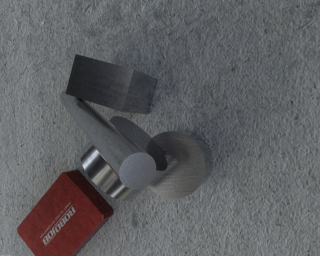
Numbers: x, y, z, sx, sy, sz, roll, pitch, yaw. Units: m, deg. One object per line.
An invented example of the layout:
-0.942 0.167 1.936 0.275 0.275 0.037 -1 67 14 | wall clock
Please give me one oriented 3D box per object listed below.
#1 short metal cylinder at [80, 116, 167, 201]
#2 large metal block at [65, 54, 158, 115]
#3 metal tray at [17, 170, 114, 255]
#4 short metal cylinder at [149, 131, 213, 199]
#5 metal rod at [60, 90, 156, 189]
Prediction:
-0.039 0.033 0.341 0.050 0.080 0.080 -46 76 15 | short metal cylinder
-0.059 -0.054 0.400 0.080 0.080 0.050 18 96 19 | large metal block
-0.141 0.137 0.456 0.090 0.030 0.130 44 103 14 | metal tray
0.022 0.043 0.388 0.080 0.050 0.080 0 90 19 | short metal cylinder
-0.075 -0.009 0.329 0.300 0.025 0.025 31 104 62 | metal rod
